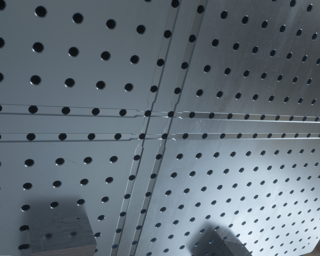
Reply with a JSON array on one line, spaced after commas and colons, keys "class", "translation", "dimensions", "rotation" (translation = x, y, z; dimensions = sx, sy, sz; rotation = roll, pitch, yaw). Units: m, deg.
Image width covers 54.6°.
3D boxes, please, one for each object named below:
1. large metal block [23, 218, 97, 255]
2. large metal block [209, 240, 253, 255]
[{"class": "large metal block", "translation": [-0.140, 0.175, 0.426], "dimensions": [0.081, 0.050, 0.079], "rotation": [4, 117, -30]}, {"class": "large metal block", "translation": [0.144, 0.288, 0.651], "dimensions": [0.080, 0.050, 0.080], "rotation": [27, 104, -37]}]
